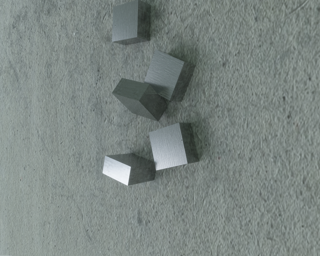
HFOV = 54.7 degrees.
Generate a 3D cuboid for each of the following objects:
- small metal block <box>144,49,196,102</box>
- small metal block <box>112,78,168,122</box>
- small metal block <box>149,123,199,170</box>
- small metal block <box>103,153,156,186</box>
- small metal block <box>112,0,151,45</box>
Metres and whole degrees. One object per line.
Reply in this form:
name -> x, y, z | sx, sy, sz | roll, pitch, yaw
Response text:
small metal block -> 0.011, -0.067, 0.396 | 0.050, 0.025, 0.050 | 33, 110, 35
small metal block -> -0.026, -0.037, 0.406 | 0.050, 0.050, 0.025 | 19, 72, 38
small metal block -> 0.017, 0.024, 0.391 | 0.050, 0.025, 0.050 | -18, 78, 38
small metal block -> -0.041, 0.055, 0.423 | 0.050, 0.050, 0.025 | 17, 101, 39
small metal block -> -0.041, -0.148, 0.439 | 0.050, 0.025, 0.050 | 3, 92, 40
